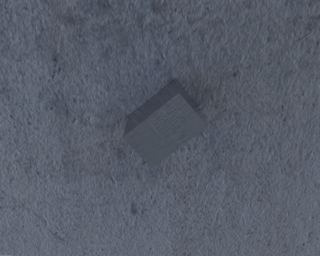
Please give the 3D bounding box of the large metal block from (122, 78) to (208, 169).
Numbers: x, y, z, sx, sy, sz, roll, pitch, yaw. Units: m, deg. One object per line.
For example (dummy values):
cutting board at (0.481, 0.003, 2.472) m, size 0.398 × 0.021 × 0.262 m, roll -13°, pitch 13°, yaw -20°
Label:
large metal block at (0.005, -0.009, 0.377) m, size 0.080 × 0.080 × 0.050 m, roll -38°, pitch 106°, yaw 12°
